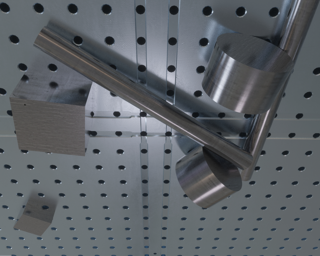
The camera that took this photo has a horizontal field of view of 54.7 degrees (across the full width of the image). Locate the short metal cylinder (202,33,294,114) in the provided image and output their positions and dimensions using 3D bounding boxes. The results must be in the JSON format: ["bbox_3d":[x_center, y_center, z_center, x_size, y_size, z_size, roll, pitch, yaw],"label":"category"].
[{"bbox_3d":[0.090,-0.059,0.327,0.081,0.080,0.050,9,130,-8],"label":"short metal cylinder"}]

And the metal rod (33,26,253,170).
[{"bbox_3d":[-0.005,-0.025,0.376,0.301,0.025,0.025,30,124,-19],"label":"metal rod"}]

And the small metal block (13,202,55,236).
[{"bbox_3d":[-0.222,0.162,0.547,0.050,0.025,0.050,27,125,-22],"label":"small metal block"}]

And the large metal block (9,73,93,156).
[{"bbox_3d":[-0.129,-0.015,0.381,0.081,0.050,0.079,7,130,-6],"label":"large metal block"}]

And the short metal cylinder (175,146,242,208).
[{"bbox_3d":[0.068,0.063,0.430,0.080,0.080,0.050,35,122,-26],"label":"short metal cylinder"}]

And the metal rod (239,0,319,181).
[{"bbox_3d":[0.137,-0.042,0.377,0.025,0.025,0.298,3,130,-3],"label":"metal rod"}]
